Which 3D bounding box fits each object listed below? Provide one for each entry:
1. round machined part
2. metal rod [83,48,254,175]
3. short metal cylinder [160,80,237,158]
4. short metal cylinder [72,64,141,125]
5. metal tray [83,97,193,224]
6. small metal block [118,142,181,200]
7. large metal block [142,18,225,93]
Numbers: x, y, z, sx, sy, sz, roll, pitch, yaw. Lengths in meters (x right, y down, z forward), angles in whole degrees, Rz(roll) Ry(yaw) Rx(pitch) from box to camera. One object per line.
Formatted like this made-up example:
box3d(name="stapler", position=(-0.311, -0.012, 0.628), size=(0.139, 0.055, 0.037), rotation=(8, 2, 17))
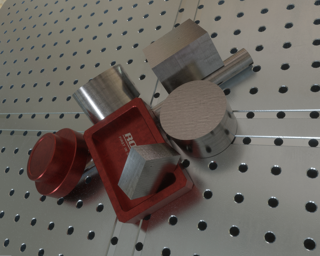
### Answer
box3d(name="round machined part", position=(-0.147, 0.045, 0.431), size=(0.098, 0.042, 0.098), rotation=(-22, 54, 35))
box3d(name="metal rod", position=(-0.010, -0.013, 0.424), size=(0.300, 0.025, 0.025), rotation=(-33, 52, 7))
box3d(name="short metal cylinder", position=(0.047, -0.010, 0.373), size=(0.080, 0.050, 0.080), rotation=(-13, 56, 21))
box3d(name="short metal cylinder", position=(-0.074, -0.046, 0.433), size=(0.080, 0.050, 0.080), rotation=(-33, 8, 6))
box3d(name="metal tray", position=(-0.030, 0.038, 0.379), size=(0.090, 0.030, 0.130), rotation=(-33, 64, 7))
box3d(name="small metal block", position=(-0.011, 0.045, 0.333), size=(0.025, 0.050, 0.050), rotation=(40, 120, 37))
box3d(name="large metal block", position=(0.028, -0.097, 0.422), size=(0.080, 0.050, 0.080), rotation=(-32, 32, 7))
